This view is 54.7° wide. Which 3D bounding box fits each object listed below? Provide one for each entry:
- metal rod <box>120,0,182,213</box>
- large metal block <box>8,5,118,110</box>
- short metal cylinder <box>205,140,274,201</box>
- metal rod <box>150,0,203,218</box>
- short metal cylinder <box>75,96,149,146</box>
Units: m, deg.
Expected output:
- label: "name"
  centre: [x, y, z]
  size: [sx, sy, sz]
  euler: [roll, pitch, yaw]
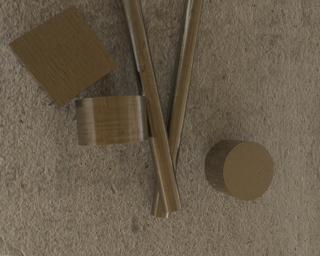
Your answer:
- label: "metal rod"
  centre: [-0.014, -0.045, 0.388]
  size: [0.025, 0.025, 0.298]
  euler: [-11, 88, -20]
- label: "large metal block"
  centre: [-0.109, -0.078, 0.355]
  size: [0.080, 0.050, 0.080]
  euler: [-39, 103, -16]
- label: "short metal cylinder"
  centre: [0.111, 0.057, 0.437]
  size: [0.081, 0.050, 0.079]
  euler: [0, 90, -20]
- label: "metal rod"
  centre: [0.024, -0.032, 0.417]
  size: [0.025, 0.025, 0.298]
  euler: [10, 87, -20]
- label: "short metal cylinder"
  centre: [-0.055, -0.009, 0.359]
  size: [0.081, 0.080, 0.050]
  euler: [-5, 92, -20]
